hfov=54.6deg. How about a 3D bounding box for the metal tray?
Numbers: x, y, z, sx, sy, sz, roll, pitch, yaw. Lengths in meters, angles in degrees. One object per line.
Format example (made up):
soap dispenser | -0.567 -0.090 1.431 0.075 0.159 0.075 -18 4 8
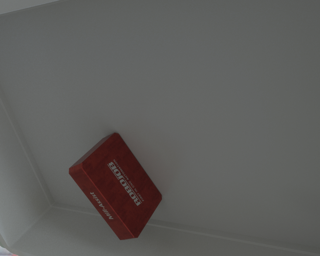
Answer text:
metal tray | -0.059 0.083 0.449 0.030 0.090 0.130 -24 106 37
